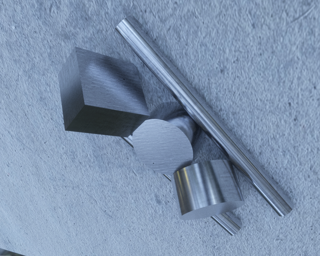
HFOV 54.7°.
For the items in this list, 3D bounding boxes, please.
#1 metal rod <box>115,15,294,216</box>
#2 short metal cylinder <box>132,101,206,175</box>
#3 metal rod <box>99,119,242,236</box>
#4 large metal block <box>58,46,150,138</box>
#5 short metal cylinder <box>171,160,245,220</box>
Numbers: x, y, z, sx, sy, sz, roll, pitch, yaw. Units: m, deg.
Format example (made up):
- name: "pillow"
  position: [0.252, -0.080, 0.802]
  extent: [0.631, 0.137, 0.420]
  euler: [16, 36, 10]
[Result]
- name: "metal rod"
  position: [0.057, -0.010, 0.372]
  extent: [0.300, 0.025, 0.025]
  euler: [48, 129, -6]
- name: "short metal cylinder"
  position: [0.012, 0.013, 0.393]
  extent: [0.080, 0.050, 0.079]
  euler: [13, 124, 21]
- name: "metal rod"
  position: [-0.004, 0.043, 0.436]
  extent: [0.300, 0.025, 0.025]
  euler: [42, 129, -1]
- name: "large metal block"
  position: [-0.067, -0.039, 0.364]
  extent: [0.050, 0.081, 0.080]
  euler: [-42, 53, 39]
- name: "short metal cylinder"
  position: [0.058, 0.078, 0.383]
  extent: [0.080, 0.081, 0.050]
  euler: [-36, 56, 38]
